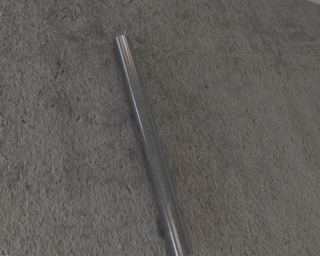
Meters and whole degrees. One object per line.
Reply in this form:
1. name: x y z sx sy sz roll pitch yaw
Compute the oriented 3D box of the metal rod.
1. metal rod: -0.016 0.006 0.390 0.025 0.025 0.299 -3 63 -29
